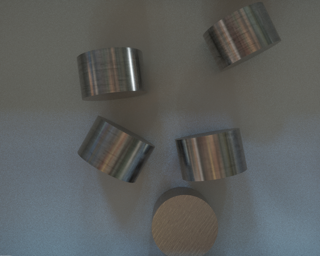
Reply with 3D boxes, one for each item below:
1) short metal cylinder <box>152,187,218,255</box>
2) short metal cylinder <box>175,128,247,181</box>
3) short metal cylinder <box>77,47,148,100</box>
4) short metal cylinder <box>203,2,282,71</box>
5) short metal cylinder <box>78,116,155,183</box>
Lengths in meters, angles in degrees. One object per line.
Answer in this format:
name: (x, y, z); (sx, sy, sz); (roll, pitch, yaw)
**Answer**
short metal cylinder: (0.030, 0.121, 0.399); (0.081, 0.050, 0.079); (0, 90, -1)
short metal cylinder: (0.063, 0.032, 0.385); (0.080, 0.080, 0.050); (-11, 90, 0)
short metal cylinder: (-0.059, -0.064, 0.383); (0.081, 0.080, 0.050); (-7, 90, 0)
short metal cylinder: (0.101, -0.111, 0.385); (0.080, 0.080, 0.050); (-26, 91, 0)
short metal cylinder: (-0.053, 0.026, 0.383); (0.080, 0.080, 0.050); (29, 90, -1)
